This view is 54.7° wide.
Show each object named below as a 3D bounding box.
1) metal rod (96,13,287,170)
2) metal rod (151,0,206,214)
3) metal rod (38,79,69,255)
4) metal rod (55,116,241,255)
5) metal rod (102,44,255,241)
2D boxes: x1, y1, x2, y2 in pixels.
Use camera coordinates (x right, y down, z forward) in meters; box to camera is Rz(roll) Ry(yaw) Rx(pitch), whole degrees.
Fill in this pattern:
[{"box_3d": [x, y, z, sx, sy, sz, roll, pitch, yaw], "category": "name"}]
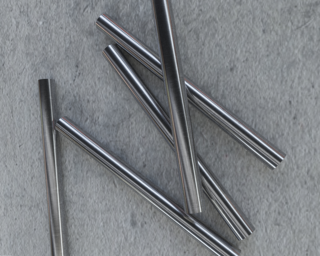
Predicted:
[{"box_3d": [0.029, -0.055, 0.398, 0.300, 0.025, 0.025, 41, 103, 15], "category": "metal rod"}, {"box_3d": [0.018, -0.049, 0.374, 0.025, 0.025, 0.298, -10, 87, 19], "category": "metal rod"}, {"box_3d": [-0.158, 0.077, 0.463, 0.025, 0.025, 0.298, -6, 88, 19], "category": "metal rod"}, {"box_3d": [-0.027, 0.076, 0.417, 0.300, 0.025, 0.025, 35, 101, 16], "category": "metal rod"}, {"box_3d": [0.017, 0.009, 0.402, 0.025, 0.025, 0.299, -40, 78, 15], "category": "metal rod"}]
